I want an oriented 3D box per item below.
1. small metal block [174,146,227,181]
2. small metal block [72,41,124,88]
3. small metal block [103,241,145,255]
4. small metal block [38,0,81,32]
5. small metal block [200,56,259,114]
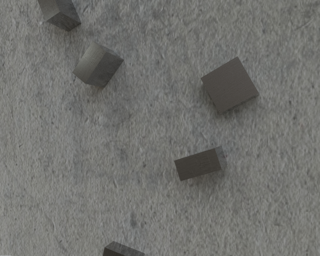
[{"bbox_3d":[0.051,0.042,0.377,0.050,0.050,0.025,-19,84,18],"label":"small metal block"},{"bbox_3d":[-0.083,-0.085,0.424,0.025,0.050,0.050,40,103,15],"label":"small metal block"},{"bbox_3d":[-0.053,0.192,0.427,0.050,0.025,0.050,14,95,19],"label":"small metal block"},{"bbox_3d":[-0.146,-0.174,0.446,0.025,0.050,0.050,-26,82,18],"label":"small metal block"},{"bbox_3d":[0.086,-0.051,0.378,0.050,0.025,0.050,-30,81,17],"label":"small metal block"}]
